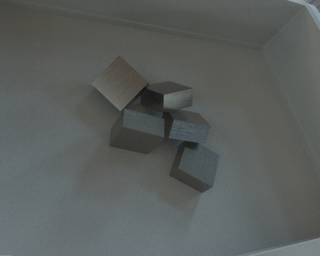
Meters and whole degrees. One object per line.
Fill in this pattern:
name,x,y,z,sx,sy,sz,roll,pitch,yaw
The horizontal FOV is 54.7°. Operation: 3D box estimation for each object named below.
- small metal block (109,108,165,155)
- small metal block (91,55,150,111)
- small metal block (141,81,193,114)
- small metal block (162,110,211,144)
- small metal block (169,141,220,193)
small metal block,-0.028,0.006,0.372,0.050,0.050,0.025,14,56,-21
small metal block,-0.050,-0.056,0.397,0.050,0.025,0.050,44,90,2
small metal block,0.009,-0.043,0.421,0.050,0.025,0.050,-16,28,-35
small metal block,0.032,-0.004,0.408,0.050,0.025,0.050,10,19,-16
small metal block,0.046,0.048,0.403,0.050,0.025,0.050,30,52,-10
